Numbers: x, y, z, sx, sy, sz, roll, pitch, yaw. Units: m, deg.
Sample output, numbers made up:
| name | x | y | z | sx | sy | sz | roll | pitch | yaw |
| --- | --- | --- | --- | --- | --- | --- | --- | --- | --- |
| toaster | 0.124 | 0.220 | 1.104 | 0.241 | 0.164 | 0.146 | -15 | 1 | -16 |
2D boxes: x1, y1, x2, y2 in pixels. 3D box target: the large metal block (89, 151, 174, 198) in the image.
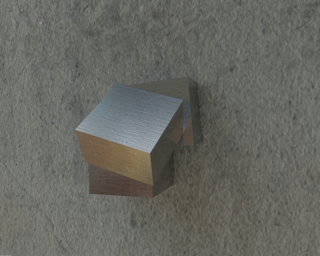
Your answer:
| name | x | y | z | sx | sy | sz | roll | pitch | yaw |
| --- | --- | --- | --- | --- | --- | --- | --- | --- | --- |
| large metal block | -0.033 | 0.052 | 0.390 | 0.080 | 0.080 | 0.050 | -1 | 90 | 19 |

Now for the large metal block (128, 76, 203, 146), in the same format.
| name | x | y | z | sx | sy | sz | roll | pitch | yaw |
| --- | --- | --- | --- | --- | --- | --- | --- | --- | --- |
| large metal block | 0.006 | -0.017 | 0.393 | 0.080 | 0.050 | 0.080 | -6 | 88 | 19 |

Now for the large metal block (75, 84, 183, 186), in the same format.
| name | x | y | z | sx | sy | sz | roll | pitch | yaw |
| --- | --- | --- | --- | --- | --- | --- | --- | --- | --- |
| large metal block | -0.028 | 0.004 | 0.329 | 0.080 | 0.080 | 0.050 | 16 | 137 | 19 |
